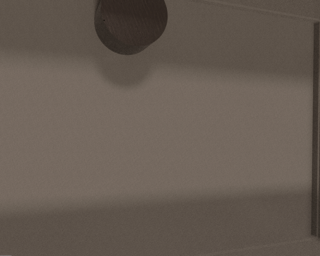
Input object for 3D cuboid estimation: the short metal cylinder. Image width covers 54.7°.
[{"bbox_3d":[-0.037,-0.136,0.384,0.081,0.050,0.079,0,90,-21],"label":"short metal cylinder"}]
